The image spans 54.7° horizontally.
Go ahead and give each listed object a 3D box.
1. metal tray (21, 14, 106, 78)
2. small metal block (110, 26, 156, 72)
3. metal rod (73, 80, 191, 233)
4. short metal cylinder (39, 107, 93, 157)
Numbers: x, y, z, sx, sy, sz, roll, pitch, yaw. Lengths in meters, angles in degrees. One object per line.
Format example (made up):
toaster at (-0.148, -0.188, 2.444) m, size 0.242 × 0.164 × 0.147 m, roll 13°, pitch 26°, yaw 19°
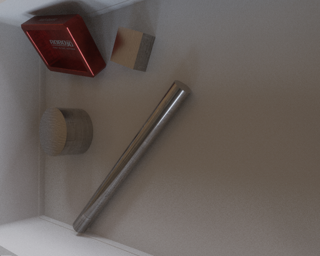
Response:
metal tray at (-0.154, -0.131, 0.493) m, size 0.130 × 0.030 × 0.090 m, roll 15°, pitch 142°, yaw 38°
small metal block at (-0.039, -0.112, 0.437) m, size 0.050 × 0.025 × 0.050 m, roll 27°, pitch 107°, yaw 36°
metal rod at (-0.052, 0.056, 0.447) m, size 0.025 × 0.025 × 0.298 m, roll 51°, pitch 120°, yaw 27°
short metal cylinder at (-0.157, 0.006, 0.517) m, size 0.080 × 0.050 × 0.079 m, roll 0°, pitch 90°, yaw 39°
